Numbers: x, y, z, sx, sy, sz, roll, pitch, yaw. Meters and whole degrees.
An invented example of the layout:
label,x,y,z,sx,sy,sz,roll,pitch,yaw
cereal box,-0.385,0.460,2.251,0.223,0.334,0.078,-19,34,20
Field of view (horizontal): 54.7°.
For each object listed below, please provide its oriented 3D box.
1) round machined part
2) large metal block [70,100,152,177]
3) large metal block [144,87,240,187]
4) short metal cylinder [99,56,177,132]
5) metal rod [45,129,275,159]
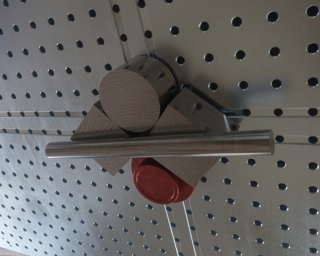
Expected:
label,x,y,z,sx,sy,sz,roll,pitch,yaw
round machined part,0.002,0.068,0.436,0.098,0.042,0.097,13,124,21
large metal block,-0.064,0.007,0.428,0.080,0.050,0.080,42,129,-3
large metal block,0.035,0.012,0.375,0.080,0.050,0.079,36,130,4
short metal cylinder,-0.026,-0.042,0.378,0.080,0.050,0.079,13,124,21
metal rod,-0.024,0.023,0.366,0.300,0.025,0.025,-4,116,30
